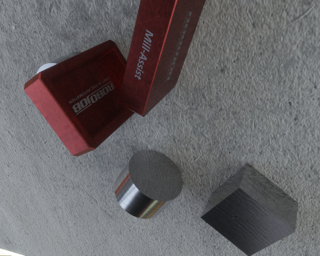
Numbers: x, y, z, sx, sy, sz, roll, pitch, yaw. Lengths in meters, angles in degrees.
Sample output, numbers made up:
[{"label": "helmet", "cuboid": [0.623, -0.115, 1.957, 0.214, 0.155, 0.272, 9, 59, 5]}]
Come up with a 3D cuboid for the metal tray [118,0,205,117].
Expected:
[{"label": "metal tray", "cuboid": [0.004, -0.085, 0.309, 0.030, 0.090, 0.129, 28, 128, 11]}]

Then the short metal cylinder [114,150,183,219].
[{"label": "short metal cylinder", "cuboid": [-0.016, 0.077, 0.427, 0.080, 0.080, 0.050, 38, 129, 2]}]

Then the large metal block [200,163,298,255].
[{"label": "large metal block", "cuboid": [0.113, 0.105, 0.396, 0.080, 0.050, 0.080, 39, 129, 1]}]

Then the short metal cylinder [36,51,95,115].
[{"label": "short metal cylinder", "cuboid": [-0.117, -0.057, 0.417, 0.080, 0.050, 0.079, 13, 124, 21]}]

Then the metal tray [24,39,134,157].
[{"label": "metal tray", "cuboid": [-0.074, -0.040, 0.353, 0.030, 0.131, 0.090, -23, 106, 36]}]
